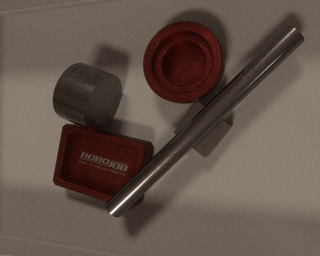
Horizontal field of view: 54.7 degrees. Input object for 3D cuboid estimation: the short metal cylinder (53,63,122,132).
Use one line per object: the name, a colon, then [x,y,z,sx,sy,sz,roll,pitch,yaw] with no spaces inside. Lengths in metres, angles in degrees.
short metal cylinder: [-0.095,-0.041,0.413,0.050,0.080,0.080,23,98,18]

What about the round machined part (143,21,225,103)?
round machined part: [0.032,-0.079,0.390,0.098,0.042,0.097,0,90,19]

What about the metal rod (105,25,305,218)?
metal rod: [0.044,0.001,0.366,0.299,0.025,0.025,-45,77,11]

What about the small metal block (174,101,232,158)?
small metal block: [0.055,0.002,0.391,0.050,0.025,0.050,39,102,15]

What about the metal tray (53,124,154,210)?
metal tray: [-0.081,0.050,0.435,0.130,0.030,0.089,13,94,19]
